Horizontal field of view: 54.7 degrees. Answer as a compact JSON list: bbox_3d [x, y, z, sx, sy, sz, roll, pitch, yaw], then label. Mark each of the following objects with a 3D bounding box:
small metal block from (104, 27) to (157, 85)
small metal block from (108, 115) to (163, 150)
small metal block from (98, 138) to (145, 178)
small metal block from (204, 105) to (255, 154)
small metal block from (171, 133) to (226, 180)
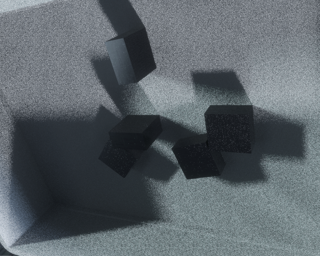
[{"bbox_3d":[-0.032,-0.083,0.358,0.025,0.050,0.050,-2,117,29],"label":"small metal block"},{"bbox_3d":[-0.031,0.005,0.412,0.050,0.050,0.025,1,119,28],"label":"small metal block"},{"bbox_3d":[-0.058,0.040,0.464,0.050,0.025,0.050,37,129,3],"label":"small metal block"},{"bbox_3d":[0.083,0.001,0.365,0.050,0.025,0.050,2,119,27],"label":"small metal block"},{"bbox_3d":[0.051,0.037,0.405,0.050,0.025,0.050,-14,111,34],"label":"small metal block"}]
